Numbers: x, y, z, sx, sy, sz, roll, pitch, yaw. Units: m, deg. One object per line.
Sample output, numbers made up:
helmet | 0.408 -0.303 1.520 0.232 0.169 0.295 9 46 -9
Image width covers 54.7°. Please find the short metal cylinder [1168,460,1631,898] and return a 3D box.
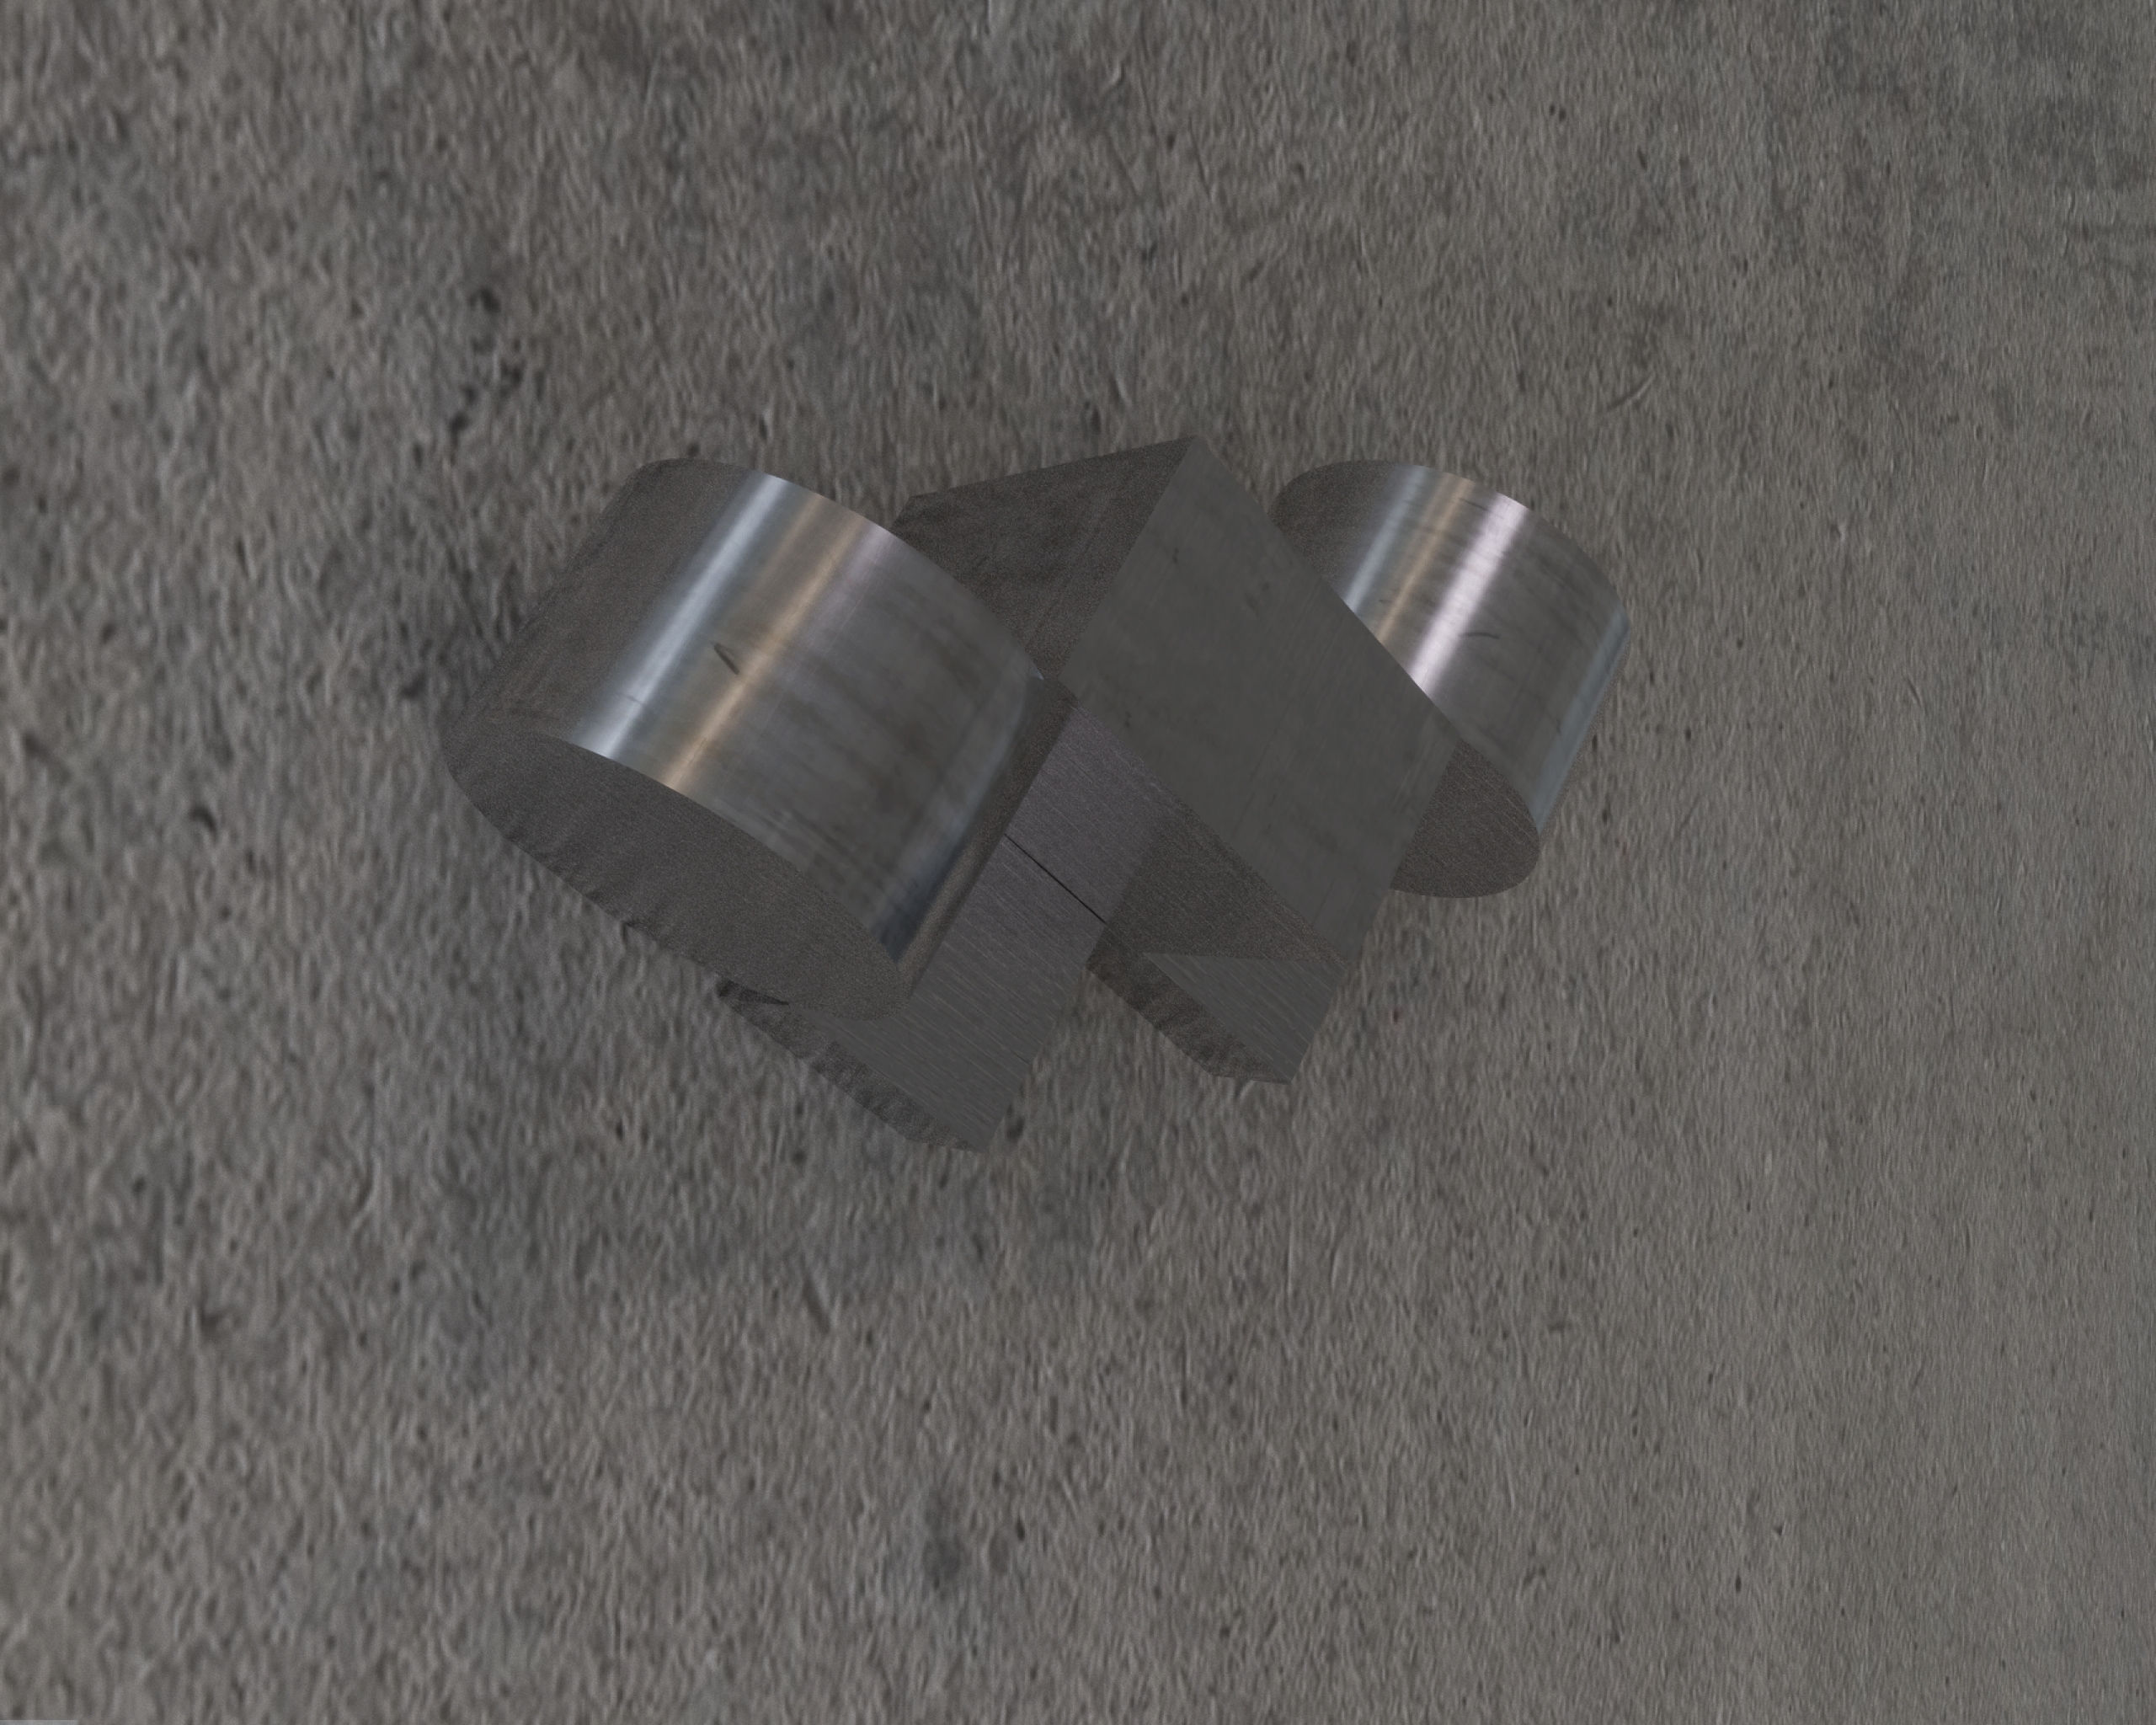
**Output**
short metal cylinder | 0.065 -0.036 0.424 0.080 0.080 0.050 43 64 -32

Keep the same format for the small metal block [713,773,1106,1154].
small metal block | -0.030 0.018 0.382 0.050 0.025 0.050 43 64 -32

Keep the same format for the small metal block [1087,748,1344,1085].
small metal block | 0.031 0.011 0.432 0.050 0.025 0.050 43 64 -32

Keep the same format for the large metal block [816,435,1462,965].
large metal block | 0.007 -0.026 0.377 0.080 0.080 0.050 42 64 -32

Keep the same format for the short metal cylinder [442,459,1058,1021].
short metal cylinder | -0.050 -0.018 0.328 0.080 0.080 0.050 42 64 -32
